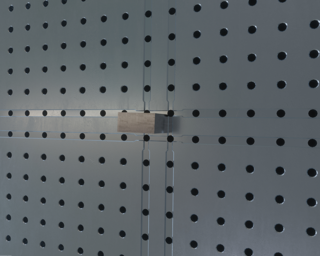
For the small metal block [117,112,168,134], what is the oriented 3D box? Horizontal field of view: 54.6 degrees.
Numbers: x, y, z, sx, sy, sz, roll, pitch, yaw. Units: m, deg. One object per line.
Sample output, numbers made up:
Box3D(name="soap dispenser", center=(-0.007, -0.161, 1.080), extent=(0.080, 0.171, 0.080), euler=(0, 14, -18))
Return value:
Box3D(name="small metal block", center=(-0.021, -0.007, 0.407), extent=(0.050, 0.050, 0.025), euler=(3, 91, 20))
